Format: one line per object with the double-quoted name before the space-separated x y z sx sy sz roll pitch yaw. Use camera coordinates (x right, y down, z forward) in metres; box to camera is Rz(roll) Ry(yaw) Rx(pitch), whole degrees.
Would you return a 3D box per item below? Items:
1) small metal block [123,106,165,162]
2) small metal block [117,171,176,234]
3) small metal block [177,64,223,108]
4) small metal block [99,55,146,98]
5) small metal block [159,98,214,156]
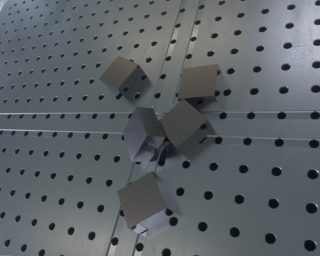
"small metal block" -0.022 0.009 0.399 0.050 0.025 0.050 -58 40 37
"small metal block" -0.017 0.087 0.365 0.050 0.025 0.050 -31 52 8
"small metal block" 0.055 -0.055 0.414 0.050 0.025 0.050 -3 60 27
"small metal block" -0.060 -0.081 0.491 0.050 0.025 0.050 32 79 38
"small metal block" 0.030 -0.002 0.394 0.050 0.025 0.050 -43 51 -1
